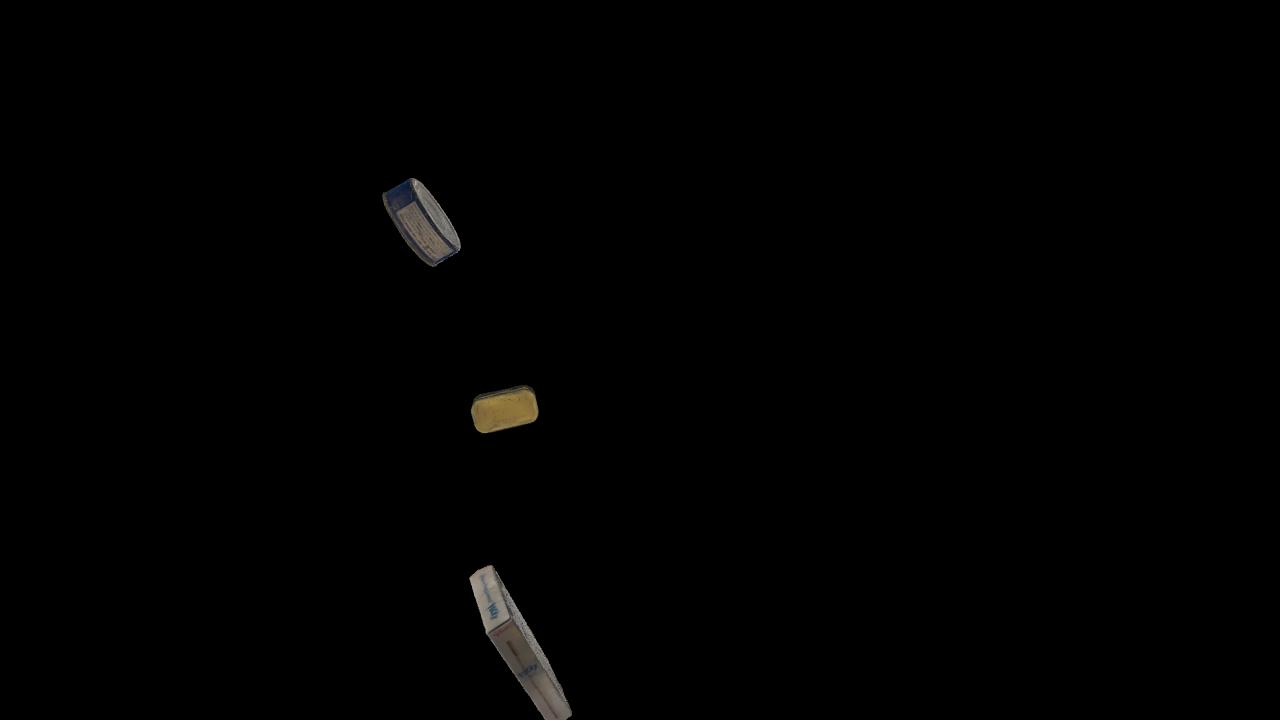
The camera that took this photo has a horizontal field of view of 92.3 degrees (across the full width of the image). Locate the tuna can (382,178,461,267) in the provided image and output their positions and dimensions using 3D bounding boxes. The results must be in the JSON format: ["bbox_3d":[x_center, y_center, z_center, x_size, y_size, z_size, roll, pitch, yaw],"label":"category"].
[{"bbox_3d":[-0.216,-0.138,0.615,0.034,0.084,0.084,-31,-1,1],"label":"tuna can"}]

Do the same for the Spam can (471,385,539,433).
[{"bbox_3d":[-0.209,0.076,0.954,0.101,0.058,0.085,-13,3,-12],"label":"Spam can"}]

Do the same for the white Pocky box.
[{"bbox_3d":[-0.117,0.282,0.605,0.028,0.154,0.084,-28,29,-16],"label":"white Pocky box"}]
